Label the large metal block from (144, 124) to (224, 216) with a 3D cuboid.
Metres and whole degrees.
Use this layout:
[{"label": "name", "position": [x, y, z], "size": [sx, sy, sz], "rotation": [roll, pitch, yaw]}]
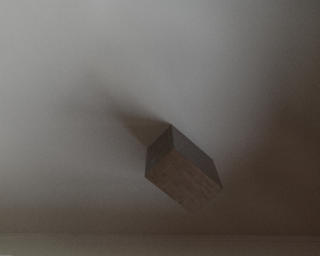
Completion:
[{"label": "large metal block", "position": [0.029, 0.051, 0.401], "size": [0.080, 0.080, 0.050], "rotation": [40, 105, -14]}]
